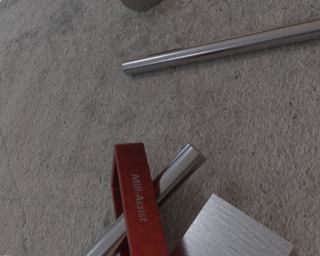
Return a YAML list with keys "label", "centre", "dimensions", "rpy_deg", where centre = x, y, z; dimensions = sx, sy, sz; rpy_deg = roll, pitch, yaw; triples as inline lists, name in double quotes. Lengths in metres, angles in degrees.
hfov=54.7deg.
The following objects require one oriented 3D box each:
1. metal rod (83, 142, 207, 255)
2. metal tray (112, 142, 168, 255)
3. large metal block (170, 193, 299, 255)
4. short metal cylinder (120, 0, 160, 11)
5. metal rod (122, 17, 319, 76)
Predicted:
- label: "metal rod"
  centre: [-0.063, 0.133, 0.322]
  dimensions: [0.299, 0.025, 0.025]
  rpy_deg: [-48, 51, 6]
- label: "metal tray"
  centre: [-0.026, 0.091, 0.316]
  dimensions: [0.030, 0.089, 0.130]
  rpy_deg: [-4, 51, -15]
- label: "large metal block"
  centre: [0.065, 0.120, 0.280]
  dimensions: [0.080, 0.050, 0.080]
  rpy_deg: [29, 77, 37]
- label: "short metal cylinder"
  centre: [-0.037, -0.255, 0.543]
  dimensions: [0.080, 0.080, 0.050]
  rpy_deg: [-24, 53, 13]
- label: "metal rod"
  centre: [0.084, -0.110, 0.426]
  dimensions: [0.301, 0.025, 0.025]
  rpy_deg: [-6, 59, 24]
